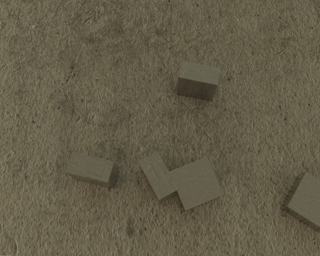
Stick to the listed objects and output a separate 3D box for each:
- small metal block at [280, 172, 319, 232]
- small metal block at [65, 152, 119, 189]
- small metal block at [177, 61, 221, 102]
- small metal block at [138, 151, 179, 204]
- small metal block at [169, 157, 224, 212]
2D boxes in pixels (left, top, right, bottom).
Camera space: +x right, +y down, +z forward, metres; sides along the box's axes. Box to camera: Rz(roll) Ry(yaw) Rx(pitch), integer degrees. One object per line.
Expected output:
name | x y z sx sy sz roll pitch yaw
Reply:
small metal block | 0.184 0.090 0.376 0.050 0.025 0.050 33 73 11
small metal block | -0.080 0.053 0.375 0.050 0.050 0.025 13 71 4
small metal block | 0.051 -0.062 0.418 0.050 0.050 0.025 12 71 4
small metal block | -0.002 0.061 0.372 0.025 0.050 0.050 -27 72 -9
small metal block | 0.044 0.070 0.383 0.050 0.025 0.050 -21 71 -8
